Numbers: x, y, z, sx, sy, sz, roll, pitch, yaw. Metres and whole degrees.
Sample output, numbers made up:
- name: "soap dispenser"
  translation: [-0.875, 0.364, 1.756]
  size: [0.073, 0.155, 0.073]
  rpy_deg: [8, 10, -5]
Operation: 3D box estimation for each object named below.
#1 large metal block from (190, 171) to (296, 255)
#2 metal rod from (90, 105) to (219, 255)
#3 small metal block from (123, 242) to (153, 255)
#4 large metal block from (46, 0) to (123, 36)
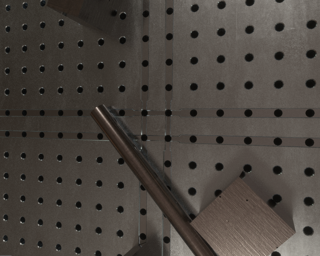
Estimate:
- name: "large metal block"
  translation: [0.097, 0.110, 0.365]
  size: [0.080, 0.050, 0.080]
  rpy_deg: [46, 104, 14]
- name: "metal rod"
  translation: [0.002, 0.089, 0.410]
  size: [0.025, 0.025, 0.300]
  rpy_deg: [-42, 77, 15]
- name: "small metal block"
  translation: [-0.027, 0.187, 0.408]
  size: [0.025, 0.050, 0.050]
  rpy_deg: [-28, 81, 18]
- name: "large metal block"
  translation: [-0.093, -0.181, 0.415]
  size: [0.050, 0.080, 0.080]
  rpy_deg: [25, 98, 18]
